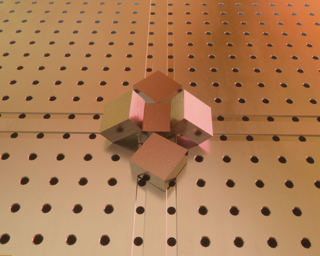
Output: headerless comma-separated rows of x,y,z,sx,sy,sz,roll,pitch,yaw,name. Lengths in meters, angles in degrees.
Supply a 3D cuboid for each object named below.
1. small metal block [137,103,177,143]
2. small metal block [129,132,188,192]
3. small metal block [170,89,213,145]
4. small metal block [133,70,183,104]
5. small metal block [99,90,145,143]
-0.003,-0.006,0.413,0.050,0.025,0.050,1,49,1,small metal block
-0.001,0.040,0.374,0.050,0.025,0.050,27,55,22,small metal block
0.041,-0.014,0.402,0.050,0.025,0.050,30,43,-28,small metal block
-0.003,-0.052,0.452,0.050,0.025,0.050,-36,58,-27,small metal block
-0.049,-0.015,0.404,0.050,0.025,0.050,-23,44,29,small metal block
